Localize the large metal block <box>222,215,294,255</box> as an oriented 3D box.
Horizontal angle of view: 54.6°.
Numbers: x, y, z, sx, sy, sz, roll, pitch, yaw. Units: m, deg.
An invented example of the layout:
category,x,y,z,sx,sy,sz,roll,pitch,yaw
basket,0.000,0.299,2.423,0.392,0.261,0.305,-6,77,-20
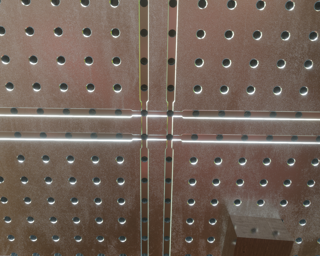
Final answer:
category,x,y,z,sx,sy,sz,roll,pitch,yaw
large metal block,0.144,0.183,0.468,0.080,0.050,0.079,5,110,-2
